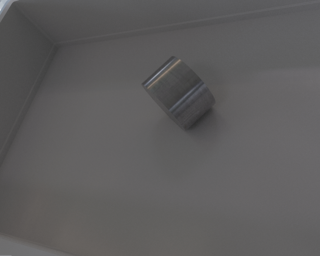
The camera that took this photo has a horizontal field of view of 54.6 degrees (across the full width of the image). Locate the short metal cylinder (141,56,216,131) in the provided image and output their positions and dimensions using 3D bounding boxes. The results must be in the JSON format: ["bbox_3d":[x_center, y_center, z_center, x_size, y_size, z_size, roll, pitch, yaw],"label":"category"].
[{"bbox_3d":[0.023,-0.042,0.385,0.050,0.080,0.080,-43,51,-1],"label":"short metal cylinder"}]
